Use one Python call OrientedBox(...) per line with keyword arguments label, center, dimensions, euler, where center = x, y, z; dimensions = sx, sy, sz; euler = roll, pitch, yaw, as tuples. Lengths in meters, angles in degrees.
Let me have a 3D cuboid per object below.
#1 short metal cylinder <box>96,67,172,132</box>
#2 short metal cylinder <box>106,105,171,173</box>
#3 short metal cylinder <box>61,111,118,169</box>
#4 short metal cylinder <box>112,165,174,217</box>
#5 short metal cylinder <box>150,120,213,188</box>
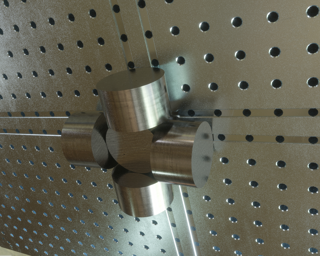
OrientedBox(label="short metal cylinder", center=(-0.030, -0.036, 0.369), dimensions=(0.080, 0.080, 0.050), euler=(3, 119, 27))
OrientedBox(label="short metal cylinder", center=(-0.025, 0.014, 0.417), dimensions=(0.080, 0.050, 0.079), euler=(12, 123, 20))
OrientedBox(label="short metal cylinder", center=(-0.090, 0.015, 0.433), dimensions=(0.050, 0.080, 0.080), euler=(1, 119, 27))
OrientedBox(label="short metal cylinder", center=(-0.023, 0.078, 0.435), dimensions=(0.080, 0.080, 0.050), euler=(6, 121, 25))
OrientedBox(label="short metal cylinder", center=(0.029, 0.030, 0.379), dimensions=(0.050, 0.080, 0.079), euler=(4, 120, 26))
